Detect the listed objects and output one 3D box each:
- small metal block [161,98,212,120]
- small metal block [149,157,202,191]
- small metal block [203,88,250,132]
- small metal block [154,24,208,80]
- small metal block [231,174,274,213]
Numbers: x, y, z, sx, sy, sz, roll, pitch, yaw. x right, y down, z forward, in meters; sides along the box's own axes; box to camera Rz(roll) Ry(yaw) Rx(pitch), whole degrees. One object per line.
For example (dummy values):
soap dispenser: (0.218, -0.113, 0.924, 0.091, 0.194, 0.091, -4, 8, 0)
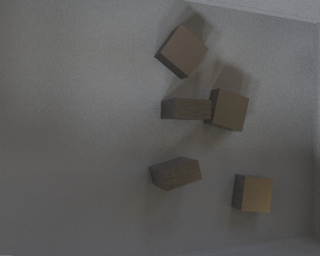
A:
small metal block: (0.033, -0.024, 0.411, 0.050, 0.050, 0.025, 2, 90, -20)
small metal block: (0.019, 0.059, 0.406, 0.050, 0.050, 0.025, -15, 95, -20)
small metal block: (0.096, -0.025, 0.448, 0.050, 0.025, 0.050, 15, 85, -20)
small metal block: (0.029, -0.103, 0.422, 0.050, 0.025, 0.050, 37, 78, -17)
small metal block: (0.138, 0.097, 0.464, 0.050, 0.025, 0.050, 9, 87, -20)
